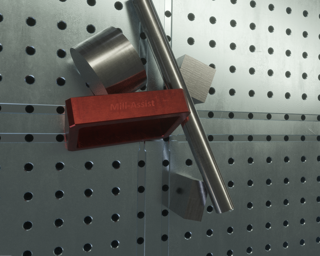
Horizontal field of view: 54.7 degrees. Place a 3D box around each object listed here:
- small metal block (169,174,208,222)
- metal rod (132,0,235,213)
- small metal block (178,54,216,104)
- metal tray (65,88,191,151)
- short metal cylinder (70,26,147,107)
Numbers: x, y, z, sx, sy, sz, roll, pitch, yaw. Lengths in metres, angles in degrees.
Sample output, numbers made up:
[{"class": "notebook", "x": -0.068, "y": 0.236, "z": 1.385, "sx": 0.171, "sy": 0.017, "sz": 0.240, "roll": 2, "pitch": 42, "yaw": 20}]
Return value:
[{"class": "small metal block", "x": 0.038, "y": 0.092, "z": 0.415, "sx": 0.025, "sy": 0.050, "sz": 0.050, "roll": 16, "pitch": 85, "yaw": -20}, {"class": "metal rod", "x": 0.027, "y": -0.038, "z": 0.393, "sx": 0.025, "sy": 0.025, "sz": 0.299, "roll": -20, "pitch": 86, "yaw": -19}, {"class": "small metal block", "x": 0.043, "y": -0.067, "z": 0.430, "sx": 0.050, "sy": 0.025, "sz": 0.050, "roll": 23, "pitch": 82, "yaw": -19}, {"class": "metal tray", "x": -0.041, "y": -0.008, "z": 0.361, "sx": 0.131, "sy": 0.090, "sz": 0.030, "roll": -7, "pitch": 72, "yaw": -20}, {"class": "short metal cylinder", "x": -0.060, "y": -0.070, "z": 0.362, "sx": 0.050, "sy": 0.080, "sz": 0.080, "roll": -36, "pitch": 102, "yaw": -16}]
